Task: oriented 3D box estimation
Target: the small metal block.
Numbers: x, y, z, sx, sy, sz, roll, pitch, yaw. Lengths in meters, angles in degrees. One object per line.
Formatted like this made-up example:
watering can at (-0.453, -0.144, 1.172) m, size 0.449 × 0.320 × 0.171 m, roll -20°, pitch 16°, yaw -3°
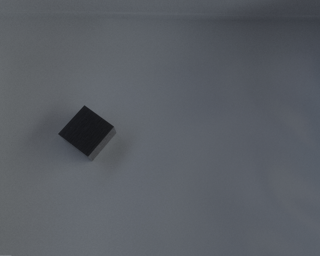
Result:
small metal block at (-0.094, 0.007, 0.406) m, size 0.050 × 0.025 × 0.050 m, roll 35°, pitch 73°, yaw 11°
